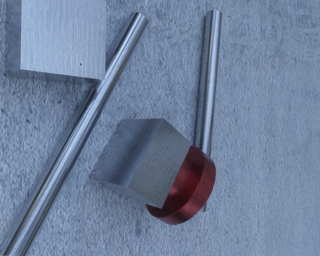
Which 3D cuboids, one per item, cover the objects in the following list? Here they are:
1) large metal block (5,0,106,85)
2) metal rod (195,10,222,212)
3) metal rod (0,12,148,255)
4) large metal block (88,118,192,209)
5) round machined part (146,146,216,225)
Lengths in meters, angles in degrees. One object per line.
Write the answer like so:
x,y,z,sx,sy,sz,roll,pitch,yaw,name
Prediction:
-0.102,-0.089,0.304,0.081,0.050,0.079,1,90,-40,large metal block
0.069,-0.028,0.465,0.025,0.025,0.298,9,84,-40,metal rod
-0.083,-0.005,0.335,0.025,0.025,0.300,37,67,-34,metal rod
-0.023,0.037,0.351,0.050,0.080,0.080,41,65,-33,large metal block
0.016,0.062,0.373,0.042,0.098,0.098,38,66,-25,round machined part
